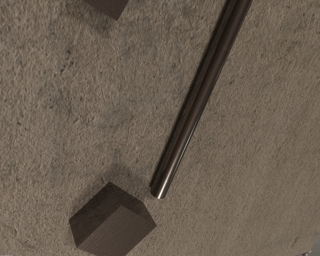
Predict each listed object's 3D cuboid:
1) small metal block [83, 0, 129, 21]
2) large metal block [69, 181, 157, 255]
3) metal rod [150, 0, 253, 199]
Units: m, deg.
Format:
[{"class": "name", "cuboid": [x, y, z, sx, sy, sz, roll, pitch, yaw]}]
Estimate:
[{"class": "small metal block", "cuboid": [-0.053, -0.139, 0.293, 0.050, 0.025, 0.050, 22, 106, -37]}, {"class": "large metal block", "cuboid": [-0.066, 0.135, 0.440, 0.080, 0.050, 0.080, -44, 130, 2]}, {"class": "metal rod", "cuboid": [0.048, -0.031, 0.415, 0.025, 0.025, 0.298, 8, 114, -32]}]
